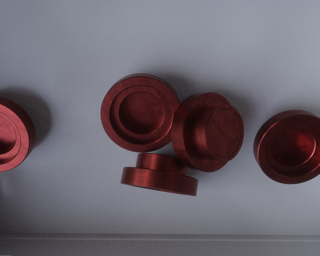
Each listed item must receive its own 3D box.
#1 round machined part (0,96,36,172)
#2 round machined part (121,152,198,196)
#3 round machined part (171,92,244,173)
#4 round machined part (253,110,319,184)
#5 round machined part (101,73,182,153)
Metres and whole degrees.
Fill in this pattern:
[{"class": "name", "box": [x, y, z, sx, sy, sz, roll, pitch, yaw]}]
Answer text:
[{"class": "round machined part", "box": [-0.211, 0.004, 0.402, 0.099, 0.042, 0.097, 0, 110, 0]}, {"class": "round machined part", "box": [0.001, 0.059, 0.403, 0.099, 0.098, 0.042, 11, 77, -4]}, {"class": "round machined part", "box": [0.064, 0.006, 0.376, 0.099, 0.042, 0.097, -2, 93, -38]}, {"class": "round machined part", "box": [0.173, 0.022, 0.412, 0.099, 0.042, 0.097, 0, 110, 0]}, {"class": "round machined part", "box": [-0.023, -0.021, 0.394, 0.099, 0.042, 0.097, 0, 110, 0]}]
